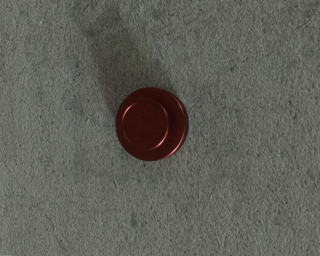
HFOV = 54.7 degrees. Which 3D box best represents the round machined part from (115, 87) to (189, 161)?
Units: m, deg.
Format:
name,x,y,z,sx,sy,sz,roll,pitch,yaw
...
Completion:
name,x,y,z,sx,sy,sz,roll,pitch,yaw
round machined part,-0.015,-0.005,0.405,0.098,0.042,0.097,0,90,19
